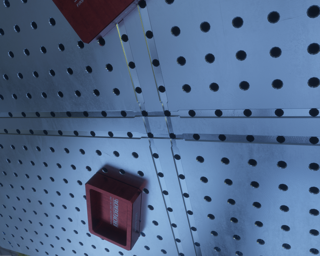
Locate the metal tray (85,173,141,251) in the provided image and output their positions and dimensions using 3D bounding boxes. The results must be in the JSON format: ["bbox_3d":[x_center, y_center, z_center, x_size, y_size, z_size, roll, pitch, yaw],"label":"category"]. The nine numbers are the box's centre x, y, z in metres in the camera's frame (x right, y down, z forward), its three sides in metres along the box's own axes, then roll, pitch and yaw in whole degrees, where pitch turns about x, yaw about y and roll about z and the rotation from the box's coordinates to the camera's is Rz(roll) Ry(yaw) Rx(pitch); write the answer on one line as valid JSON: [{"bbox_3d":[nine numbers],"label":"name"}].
[{"bbox_3d":[-0.082,0.148,0.543,0.090,0.030,0.129,18,126,18],"label":"metal tray"}]

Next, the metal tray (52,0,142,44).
[{"bbox_3d":[-0.064,-0.166,0.340,0.130,0.030,0.090,-28,103,37],"label":"metal tray"}]
